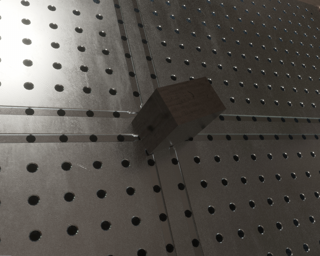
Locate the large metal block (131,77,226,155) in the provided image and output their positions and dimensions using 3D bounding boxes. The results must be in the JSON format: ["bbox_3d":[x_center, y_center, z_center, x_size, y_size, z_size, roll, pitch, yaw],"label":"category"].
[{"bbox_3d":[0.022,-0.016,0.396,0.081,0.080,0.050,-18,72,-35],"label":"large metal block"}]
